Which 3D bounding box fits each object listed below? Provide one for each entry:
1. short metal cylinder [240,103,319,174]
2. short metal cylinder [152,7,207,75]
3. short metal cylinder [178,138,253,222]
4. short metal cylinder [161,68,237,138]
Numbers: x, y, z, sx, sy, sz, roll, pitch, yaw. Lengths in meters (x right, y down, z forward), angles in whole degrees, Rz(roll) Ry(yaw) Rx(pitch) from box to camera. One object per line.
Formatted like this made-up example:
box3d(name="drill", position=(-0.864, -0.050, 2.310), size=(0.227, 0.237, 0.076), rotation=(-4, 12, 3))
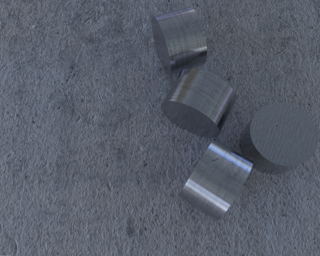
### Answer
box3d(name="short metal cylinder", position=(0.147, 0.014, 0.390), size=(0.081, 0.050, 0.080), rotation=(0, 70, 0))
box3d(name="short metal cylinder", position=(0.025, -0.118, 0.422), size=(0.050, 0.080, 0.080), rotation=(-18, 71, -6))
box3d(name="short metal cylinder", position=(0.064, 0.059, 0.358), size=(0.050, 0.080, 0.080), rotation=(32, 73, 11))
box3d(name="short metal cylinder", position=(0.048, -0.030, 0.390), size=(0.080, 0.080, 0.050), rotation=(27, 72, 9))
